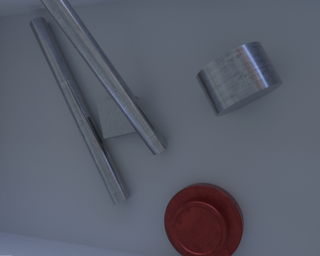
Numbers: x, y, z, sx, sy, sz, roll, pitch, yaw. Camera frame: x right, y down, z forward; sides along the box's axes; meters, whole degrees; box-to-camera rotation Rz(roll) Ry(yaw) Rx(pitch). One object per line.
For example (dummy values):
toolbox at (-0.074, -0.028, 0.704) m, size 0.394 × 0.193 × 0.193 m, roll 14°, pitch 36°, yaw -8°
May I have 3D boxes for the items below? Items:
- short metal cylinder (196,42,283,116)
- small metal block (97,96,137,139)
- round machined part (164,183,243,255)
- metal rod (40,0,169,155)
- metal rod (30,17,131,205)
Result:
short metal cylinder at (0.088, -0.053, 0.350) m, size 0.080 × 0.080 × 0.050 m, roll -28°, pitch 81°, yaw 17°
small metal block at (-0.055, -0.015, 0.429) m, size 0.050 × 0.025 × 0.050 m, roll -13°, pitch 86°, yaw 19°
round machined part at (0.051, 0.120, 0.383) m, size 0.098 × 0.042 × 0.097 m, roll 0°, pitch 90°, yaw 19°
metal rod at (-0.081, -0.090, 0.368) m, size 0.025 × 0.025 × 0.299 m, roll -30°, pitch 108°, yaw 17°
metal rod at (-0.120, -0.030, 0.451) m, size 0.025 × 0.025 × 0.299 m, roll -30°, pitch 81°, yaw 17°
